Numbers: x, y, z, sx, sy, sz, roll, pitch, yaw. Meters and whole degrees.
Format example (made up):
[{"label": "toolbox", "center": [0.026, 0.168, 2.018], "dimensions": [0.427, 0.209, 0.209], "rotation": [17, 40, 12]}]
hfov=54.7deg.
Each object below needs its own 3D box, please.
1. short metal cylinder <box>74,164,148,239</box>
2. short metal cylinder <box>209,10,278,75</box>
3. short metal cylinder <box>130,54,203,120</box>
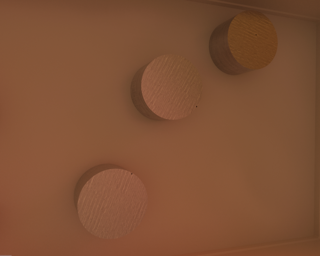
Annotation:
[{"label": "short metal cylinder", "center": [-0.061, 0.086, 0.375], "dimensions": [0.081, 0.050, 0.080], "rotation": [0, 90, -20]}, {"label": "short metal cylinder", "center": [0.117, -0.119, 0.440], "dimensions": [0.081, 0.050, 0.080], "rotation": [0, 90, -20]}, {"label": "short metal cylinder", "center": [0.007, -0.050, 0.400], "dimensions": [0.081, 0.050, 0.080], "rotation": [0, 90, -20]}]
